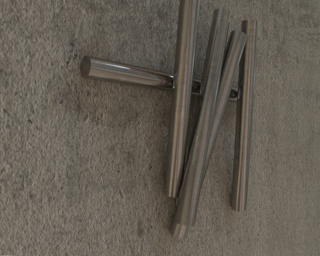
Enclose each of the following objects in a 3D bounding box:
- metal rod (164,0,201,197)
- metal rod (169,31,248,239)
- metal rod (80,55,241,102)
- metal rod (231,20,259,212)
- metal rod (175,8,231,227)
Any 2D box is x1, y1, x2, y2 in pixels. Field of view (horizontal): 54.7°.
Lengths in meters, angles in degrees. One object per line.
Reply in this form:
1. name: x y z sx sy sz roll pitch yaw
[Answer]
1. metal rod: 0.029 -0.057 0.395 0.025 0.025 0.298 -4 103 -40
2. metal rod: 0.070 0.005 0.439 0.025 0.025 0.299 22 83 -38
3. metal rod: 0.035 -0.060 0.433 0.302 0.025 0.025 3 88 -40
4. metal rod: 0.133 -0.013 0.489 0.025 0.025 0.298 -8 103 -40
5. metal rod: 0.061 -0.022 0.421 0.025 0.025 0.299 20 77 -38
